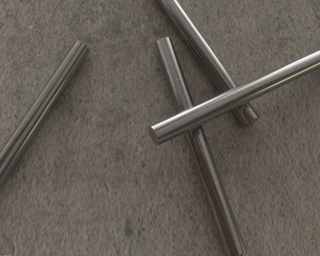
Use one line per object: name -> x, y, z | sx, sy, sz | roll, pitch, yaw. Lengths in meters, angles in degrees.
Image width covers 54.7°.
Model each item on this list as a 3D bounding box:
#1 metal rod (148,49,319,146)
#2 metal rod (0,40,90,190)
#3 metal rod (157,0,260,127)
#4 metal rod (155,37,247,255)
metal rod -> 0.122, -0.051, 0.403 | 0.302, 0.025, 0.025 | -25, 72, -19
metal rod -> -0.177, 0.008, 0.402 | 0.025, 0.025, 0.300 | 24, 71, 8
metal rod -> 0.050, -0.131, 0.456 | 0.025, 0.025, 0.299 | -27, 73, -10
metal rod -> 0.046, 0.010, 0.404 | 0.025, 0.025, 0.299 | -15, 71, -6
